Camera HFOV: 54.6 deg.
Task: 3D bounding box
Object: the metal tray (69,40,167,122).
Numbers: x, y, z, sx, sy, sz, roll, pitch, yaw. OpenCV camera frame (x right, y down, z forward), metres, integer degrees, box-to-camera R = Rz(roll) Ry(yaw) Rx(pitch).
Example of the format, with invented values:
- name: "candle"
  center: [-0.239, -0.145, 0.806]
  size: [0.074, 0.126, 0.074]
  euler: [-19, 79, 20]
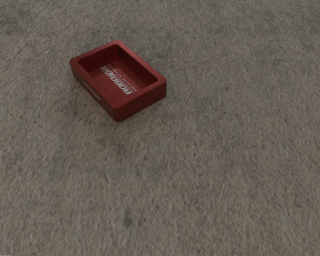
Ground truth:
- name: "metal tray"
  center: [-0.063, -0.075, 0.462]
  size: [0.091, 0.030, 0.130]
  euler: [-31, 57, -24]
